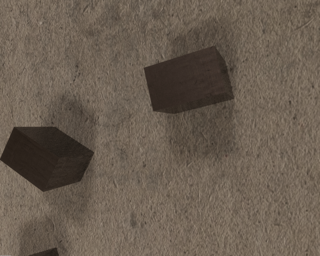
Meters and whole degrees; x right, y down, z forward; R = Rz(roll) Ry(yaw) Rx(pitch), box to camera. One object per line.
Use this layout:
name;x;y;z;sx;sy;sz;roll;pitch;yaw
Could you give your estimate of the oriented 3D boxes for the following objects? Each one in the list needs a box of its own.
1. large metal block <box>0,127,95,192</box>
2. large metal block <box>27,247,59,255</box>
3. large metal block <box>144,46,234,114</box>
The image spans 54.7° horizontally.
large metal block;-0.154;0.039;0.433;0.080;0.080;0.050;30;100;17
large metal block;-0.200;0.221;0.448;0.080;0.080;0.050;-22;83;18
large metal block;0.038;-0.052;0.366;0.080;0.080;0.050;-14;86;19
